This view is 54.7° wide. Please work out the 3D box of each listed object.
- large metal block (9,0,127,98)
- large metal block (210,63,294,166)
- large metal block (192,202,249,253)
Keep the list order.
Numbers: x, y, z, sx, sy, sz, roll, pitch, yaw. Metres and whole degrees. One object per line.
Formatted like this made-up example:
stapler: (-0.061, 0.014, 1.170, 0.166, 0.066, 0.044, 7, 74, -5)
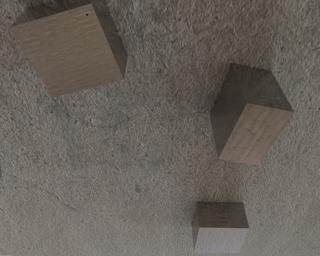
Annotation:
large metal block: (-0.087, -0.086, 0.317, 0.080, 0.050, 0.080, -12, 129, 10)
large metal block: (0.099, -0.016, 0.358, 0.050, 0.080, 0.079, 10, 129, -9)
large metal block: (0.102, 0.174, 0.540, 0.081, 0.050, 0.079, 2, 130, -2)
